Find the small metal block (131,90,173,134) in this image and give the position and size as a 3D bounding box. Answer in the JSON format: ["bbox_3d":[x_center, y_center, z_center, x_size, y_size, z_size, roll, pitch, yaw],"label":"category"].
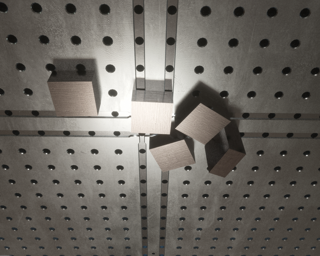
[{"bbox_3d":[-0.011,-0.020,0.395,0.050,0.025,0.050,3,130,-3],"label":"small metal block"}]

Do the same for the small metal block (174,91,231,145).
[{"bbox_3d":[0.054,-0.012,0.403,0.050,0.025,0.050,28,124,-23],"label":"small metal block"}]

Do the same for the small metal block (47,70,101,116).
[{"bbox_3d":[-0.102,-0.041,0.375,0.050,0.025,0.050,-1,130,0],"label":"small metal block"}]

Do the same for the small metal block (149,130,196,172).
[{"bbox_3d":[0.018,0.032,0.439,0.050,0.025,0.050,-17,128,13],"label":"small metal block"}]

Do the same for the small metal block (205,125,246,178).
[{"bbox_3d":[0.087,0.031,0.423,0.025,0.050,0.050,19,127,-16],"label":"small metal block"}]
